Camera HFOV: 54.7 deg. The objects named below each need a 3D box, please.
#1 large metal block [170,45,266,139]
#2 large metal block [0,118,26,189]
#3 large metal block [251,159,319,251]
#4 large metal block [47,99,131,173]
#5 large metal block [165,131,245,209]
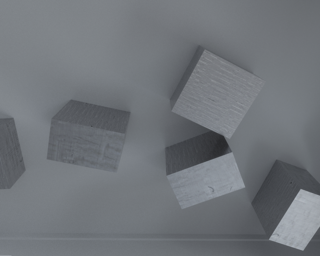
[{"bbox_3d":[0.067,-0.045,0.382,0.080,0.050,0.080,25,108,-9],"label":"large metal block"},{"bbox_3d":[-0.235,0.034,0.407,0.081,0.050,0.079,-3,110,0],"label":"large metal block"},{"bbox_3d":[0.176,0.102,0.422,0.050,0.080,0.079,20,109,-8],"label":"large metal block"},{"bbox_3d":[-0.084,0.007,0.383,0.081,0.080,0.050,12,110,-5],"label":"large metal block"},{"bbox_3d":[0.054,0.049,0.401,0.080,0.080,0.050,-21,109,7],"label":"large metal block"}]
